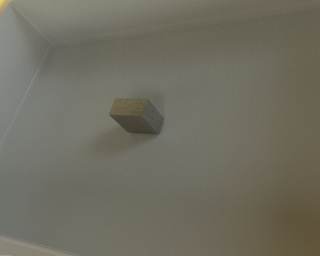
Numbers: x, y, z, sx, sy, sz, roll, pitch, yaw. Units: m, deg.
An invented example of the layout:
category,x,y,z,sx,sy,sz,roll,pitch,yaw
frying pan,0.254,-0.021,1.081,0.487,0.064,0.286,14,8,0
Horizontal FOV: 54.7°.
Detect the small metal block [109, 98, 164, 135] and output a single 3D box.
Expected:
category,x,y,z,sx,sy,sz,roll,pitch,yaw
small metal block,-0.030,-0.015,0.409,0.050,0.050,0.025,3,63,29
